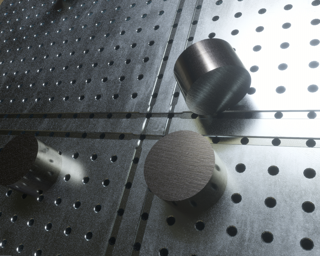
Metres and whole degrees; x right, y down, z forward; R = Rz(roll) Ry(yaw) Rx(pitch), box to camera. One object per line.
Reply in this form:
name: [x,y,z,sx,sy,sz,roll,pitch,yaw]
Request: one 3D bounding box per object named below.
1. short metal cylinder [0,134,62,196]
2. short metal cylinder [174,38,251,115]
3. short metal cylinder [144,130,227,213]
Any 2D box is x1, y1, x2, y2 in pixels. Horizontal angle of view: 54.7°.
short metal cylinder: [-0.194,0.055,0.458,0.080,0.050,0.080,-13,56,20]
short metal cylinder: [0.062,-0.061,0.377,0.080,0.080,0.050,-27,53,11]
short metal cylinder: [0.029,0.049,0.346,0.080,0.050,0.080,-13,57,21]
